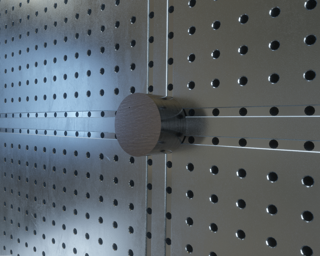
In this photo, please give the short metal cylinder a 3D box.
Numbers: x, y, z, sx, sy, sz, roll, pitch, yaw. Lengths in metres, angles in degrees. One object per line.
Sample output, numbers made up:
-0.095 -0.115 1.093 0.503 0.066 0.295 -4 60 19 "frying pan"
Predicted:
-0.013 -0.004 0.405 0.080 0.050 0.080 0 90 40 "short metal cylinder"
